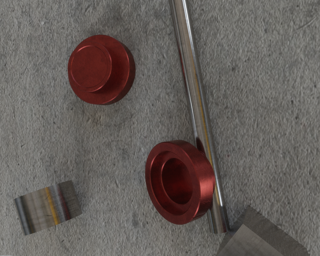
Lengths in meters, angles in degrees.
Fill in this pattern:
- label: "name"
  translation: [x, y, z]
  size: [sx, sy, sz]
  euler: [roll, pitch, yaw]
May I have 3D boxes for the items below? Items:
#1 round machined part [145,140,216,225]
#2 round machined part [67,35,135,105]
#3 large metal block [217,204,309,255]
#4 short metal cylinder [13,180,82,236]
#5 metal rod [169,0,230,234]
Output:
- label: "round machined part"
  translation: [0.028, 0.062, 0.375]
  size: [0.098, 0.042, 0.097]
  euler: [10, 104, 50]
- label: "round machined part"
  translation: [-0.088, -0.081, 0.431]
  size: [0.098, 0.042, 0.097]
  euler: [0, 90, 20]
- label: "large metal block"
  translation: [0.113, 0.138, 0.340]
  size: [0.080, 0.080, 0.050]
  euler: [37, 102, 16]
- label: "short metal cylinder"
  translation: [-0.156, 0.111, 0.435]
  size: [0.080, 0.080, 0.050]
  euler: [-22, 83, 18]
- label: "metal rod"
  translation: [0.049, -0.020, 0.391]
  size: [0.025, 0.025, 0.298]
  euler: [-11, 86, 19]
